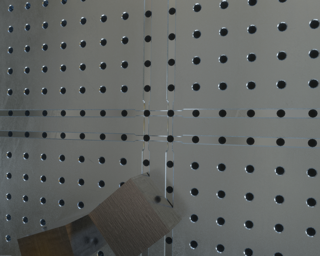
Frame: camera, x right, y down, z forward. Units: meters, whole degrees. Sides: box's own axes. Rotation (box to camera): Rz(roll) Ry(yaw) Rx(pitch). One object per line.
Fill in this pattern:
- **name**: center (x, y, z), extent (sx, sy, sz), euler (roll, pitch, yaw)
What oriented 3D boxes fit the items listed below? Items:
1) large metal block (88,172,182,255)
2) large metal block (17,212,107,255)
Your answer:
- **large metal block**: center (-0.033, 0.118, 0.411), extent (0.080, 0.050, 0.080), euler (-42, 77, 15)
- **large metal block**: center (-0.131, 0.157, 0.430), extent (0.080, 0.080, 0.050), euler (-20, 83, 19)
